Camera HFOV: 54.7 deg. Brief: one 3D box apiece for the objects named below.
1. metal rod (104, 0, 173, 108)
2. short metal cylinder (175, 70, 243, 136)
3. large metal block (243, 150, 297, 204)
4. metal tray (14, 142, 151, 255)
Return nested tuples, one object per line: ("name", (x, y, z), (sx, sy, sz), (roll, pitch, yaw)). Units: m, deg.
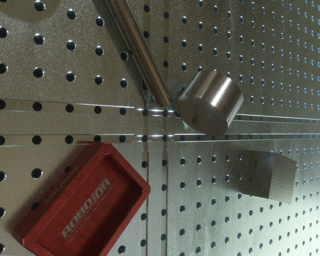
("metal rod", (-0.055, -0.158, 0.363), (0.025, 0.025, 0.299), (-40, 115, -33))
("short metal cylinder", (0.068, -0.034, 0.433), (0.080, 0.080, 0.050), (50, 60, -29))
("large metal block", (0.203, 0.090, 0.567), (0.080, 0.050, 0.080), (20, 77, -39))
("metal tray", (-0.078, 0.090, 0.342), (0.090, 0.030, 0.130), (52, 59, -27))
